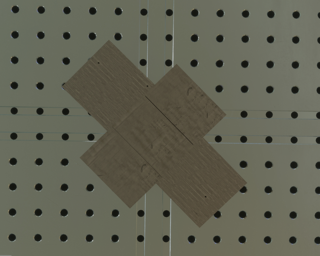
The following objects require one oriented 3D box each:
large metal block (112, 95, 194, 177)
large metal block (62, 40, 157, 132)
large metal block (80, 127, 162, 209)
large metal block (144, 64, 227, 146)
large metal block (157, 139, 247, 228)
[{"bbox_3d":[-0.008,0.009,0.386,0.050,0.080,0.080,-44,91,0],"label":"large metal block"},{"bbox_3d":[-0.061,-0.050,0.397,0.080,0.050,0.080,45,91,-1],"label":"large metal block"},{"bbox_3d":[-0.044,0.044,0.386,0.050,0.080,0.080,-44,91,0],"label":"large metal block"},{"bbox_3d":[0.028,-0.026,0.387,0.050,0.080,0.080,-44,91,0],"label":"large metal block"},{"bbox_3d":[0.050,0.065,0.402,0.080,0.050,0.080,-44,91,1],"label":"large metal block"}]
